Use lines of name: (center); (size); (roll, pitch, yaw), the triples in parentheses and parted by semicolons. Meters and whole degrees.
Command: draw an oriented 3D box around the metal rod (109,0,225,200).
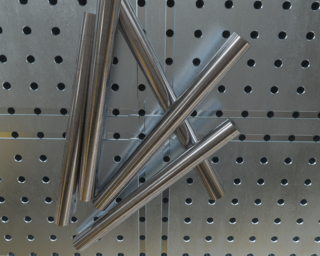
metal rod: (0.015, -0.028, 0.403); (0.025, 0.025, 0.299); (-26, 109, 9)

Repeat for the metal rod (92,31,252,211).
metal rod: (0.000, 0.008, 0.392); (0.025, 0.025, 0.299); (35, 115, -12)

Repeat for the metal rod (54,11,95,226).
metal rod: (-0.112, 0.002, 0.412); (0.025, 0.025, 0.298); (12, 110, -5)

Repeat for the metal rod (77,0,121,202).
metal rod: (-0.078, -0.033, 0.385); (0.025, 0.025, 0.298); (10, 115, -4)

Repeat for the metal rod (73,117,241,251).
metal rod: (-0.017, 0.087, 0.427); (0.299, 0.025, 0.025); (-40, 106, 20)
